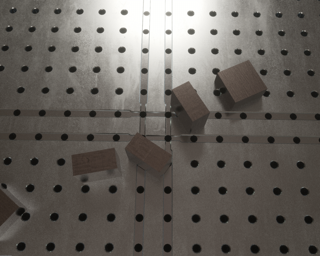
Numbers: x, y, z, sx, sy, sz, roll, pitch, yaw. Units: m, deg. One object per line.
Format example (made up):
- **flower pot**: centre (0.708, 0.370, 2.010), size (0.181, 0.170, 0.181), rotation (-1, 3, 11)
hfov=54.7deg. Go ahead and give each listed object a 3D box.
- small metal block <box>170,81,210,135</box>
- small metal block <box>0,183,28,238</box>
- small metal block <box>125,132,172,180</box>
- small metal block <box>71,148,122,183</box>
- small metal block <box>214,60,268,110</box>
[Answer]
- **small metal block**: centre (0.038, -0.026, 0.408), size (0.025, 0.050, 0.050), rotation (-28, 73, -10)
- **small metal block**: centre (-0.200, 0.100, 0.373), size (0.050, 0.025, 0.050), rotation (38, 74, 12)
- **small metal block**: centre (-0.014, 0.036, 0.385), size (0.050, 0.050, 0.025), rotation (33, 73, 11)
- **small metal block**: centre (-0.076, 0.047, 0.380), size (0.050, 0.050, 0.025), rotation (-10, 71, -4)
- **small metal block**: centre (0.113, -0.061, 0.435), size (0.050, 0.025, 0.050), rotation (-24, 72, -9)
